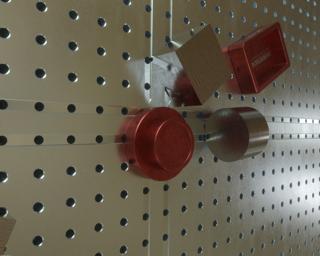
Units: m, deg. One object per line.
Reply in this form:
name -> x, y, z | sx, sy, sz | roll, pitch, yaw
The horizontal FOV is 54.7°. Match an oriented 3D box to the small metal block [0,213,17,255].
small metal block -> -0.164, 0.098, 0.272 | 0.050, 0.025, 0.050 | 29, 72, -36

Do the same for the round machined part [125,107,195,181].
round machined part -> 0.007, 0.021, 0.404 | 0.099, 0.042, 0.097 | 0, 90, -40

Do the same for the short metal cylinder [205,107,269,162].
short metal cylinder -> 0.116, 0.008, 0.470 | 0.050, 0.080, 0.079 | -7, 95, -40

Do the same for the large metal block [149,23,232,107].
large metal block -> 0.045, -0.086, 0.430 | 0.080, 0.050, 0.080 | -45, 117, -31

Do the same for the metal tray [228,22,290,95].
metal tray -> 0.183, -0.127, 0.558 | 0.131, 0.030, 0.090 | -36, 112, -34
